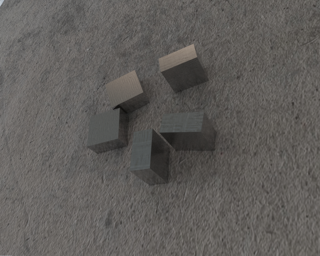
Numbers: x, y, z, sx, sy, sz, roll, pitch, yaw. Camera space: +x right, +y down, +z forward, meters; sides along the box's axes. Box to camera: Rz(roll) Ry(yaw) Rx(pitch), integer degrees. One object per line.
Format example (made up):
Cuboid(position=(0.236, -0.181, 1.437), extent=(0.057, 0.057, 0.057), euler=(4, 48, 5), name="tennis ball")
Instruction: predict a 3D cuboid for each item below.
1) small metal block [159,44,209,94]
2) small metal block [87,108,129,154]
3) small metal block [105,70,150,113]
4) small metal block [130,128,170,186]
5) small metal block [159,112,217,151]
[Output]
Cuboid(position=(0.033, -0.079, 0.419), extent=(0.050, 0.050, 0.025), euler=(-20, 54, 16), name="small metal block")
Cuboid(position=(-0.073, 0.004, 0.440), extent=(0.050, 0.025, 0.050), euler=(-14, 56, 20), name="small metal block")
Cuboid(position=(-0.049, -0.051, 0.458), extent=(0.050, 0.025, 0.050), euler=(-26, 52, 5), name="small metal block")
Cuboid(position=(-0.011, 0.036, 0.371), extent=(0.025, 0.050, 0.050), euler=(-11, 57, 23), name="small metal block")
Cuboid(position=(0.034, 0.005, 0.367), extent=(0.050, 0.050, 0.025), euler=(-2, 61, 27), name="small metal block")
